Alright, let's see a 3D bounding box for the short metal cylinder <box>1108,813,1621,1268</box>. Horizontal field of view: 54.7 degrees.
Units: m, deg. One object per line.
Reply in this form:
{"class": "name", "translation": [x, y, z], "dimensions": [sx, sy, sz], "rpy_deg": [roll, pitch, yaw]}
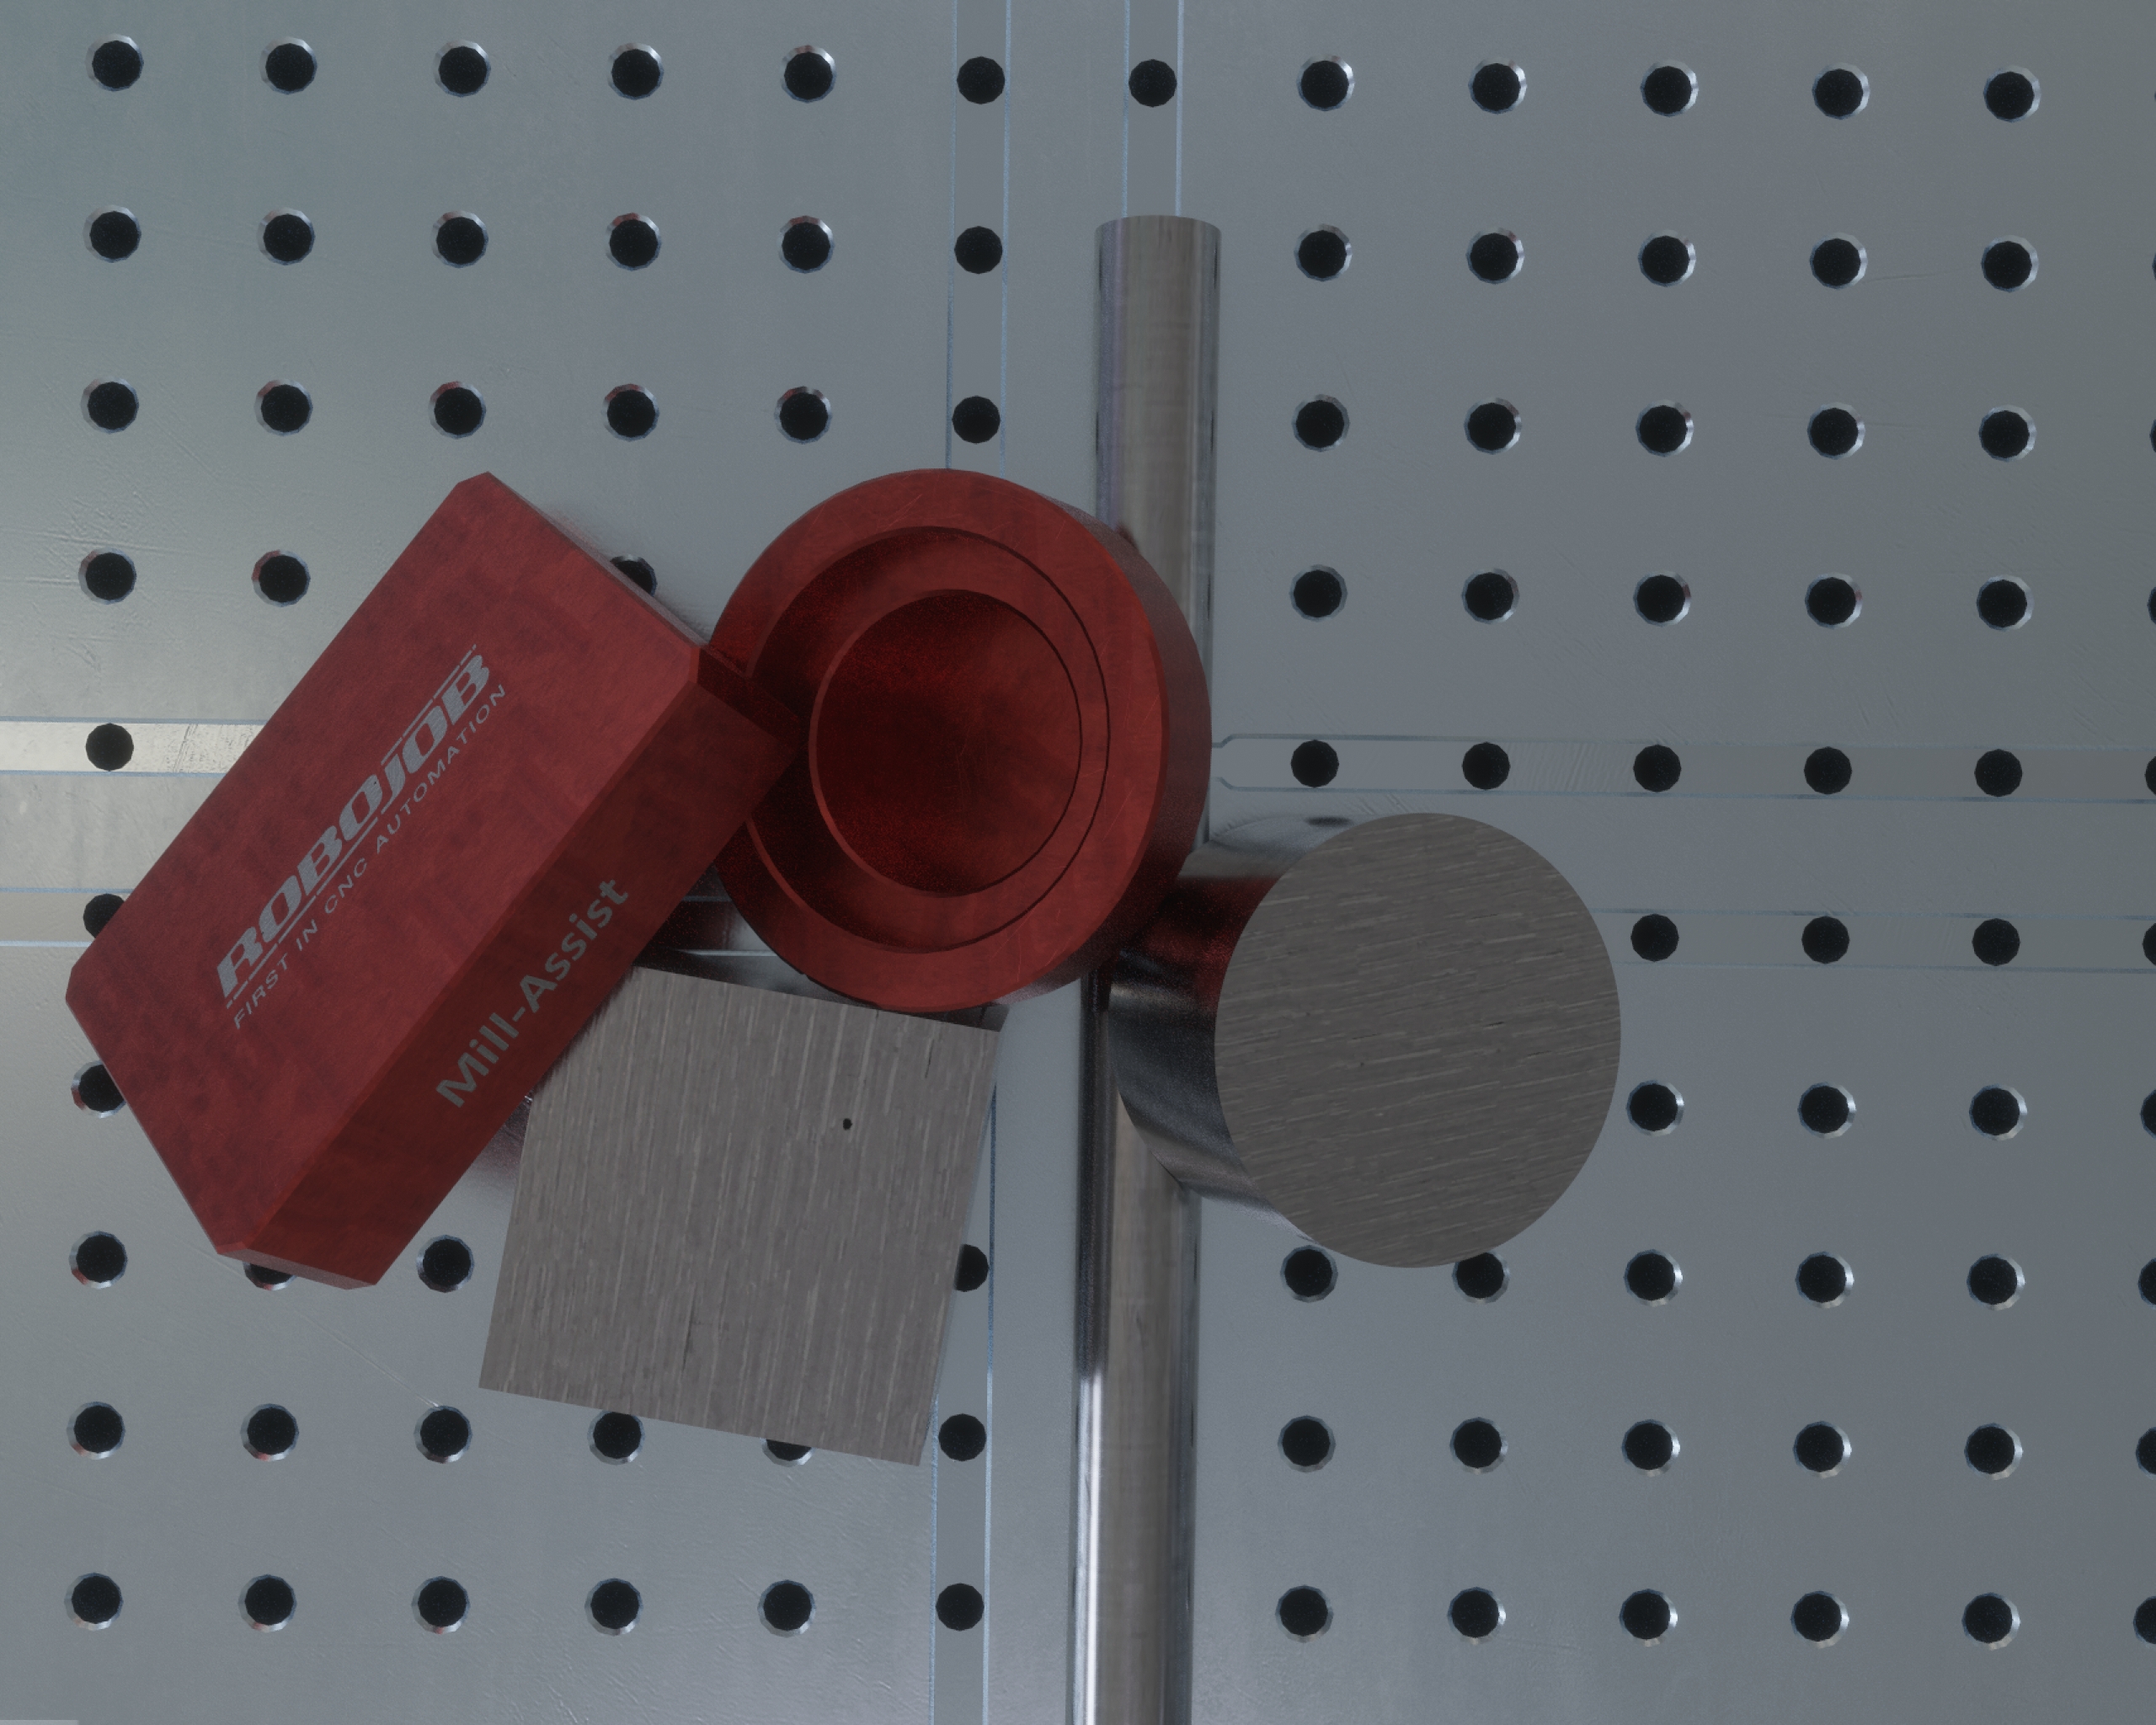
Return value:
{"class": "short metal cylinder", "translation": [0.052, 0.031, 0.388], "dimensions": [0.081, 0.050, 0.079], "rpy_deg": [0, 90, -20]}

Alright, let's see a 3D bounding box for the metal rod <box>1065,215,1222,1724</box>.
{"class": "metal rod", "translation": [0.013, 0.024, 0.414], "dimensions": [0.025, 0.025, 0.298], "rpy_deg": [1, 90, 0]}

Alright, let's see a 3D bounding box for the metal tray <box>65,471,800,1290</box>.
{"class": "metal tray", "translation": [-0.121, 0.001, 0.385], "dimensions": [0.130, 0.030, 0.090], "rpy_deg": [-52, 52, 0]}

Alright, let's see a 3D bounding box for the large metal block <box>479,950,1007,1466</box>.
{"class": "large metal block", "translation": [-0.061, 0.062, 0.400], "dimensions": [0.080, 0.050, 0.080], "rpy_deg": [10, 90, 0]}

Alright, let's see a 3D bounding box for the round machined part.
{"class": "round machined part", "translation": [-0.020, -0.022, 0.392], "dimensions": [0.098, 0.042, 0.097], "rpy_deg": [0, 89, 25]}
